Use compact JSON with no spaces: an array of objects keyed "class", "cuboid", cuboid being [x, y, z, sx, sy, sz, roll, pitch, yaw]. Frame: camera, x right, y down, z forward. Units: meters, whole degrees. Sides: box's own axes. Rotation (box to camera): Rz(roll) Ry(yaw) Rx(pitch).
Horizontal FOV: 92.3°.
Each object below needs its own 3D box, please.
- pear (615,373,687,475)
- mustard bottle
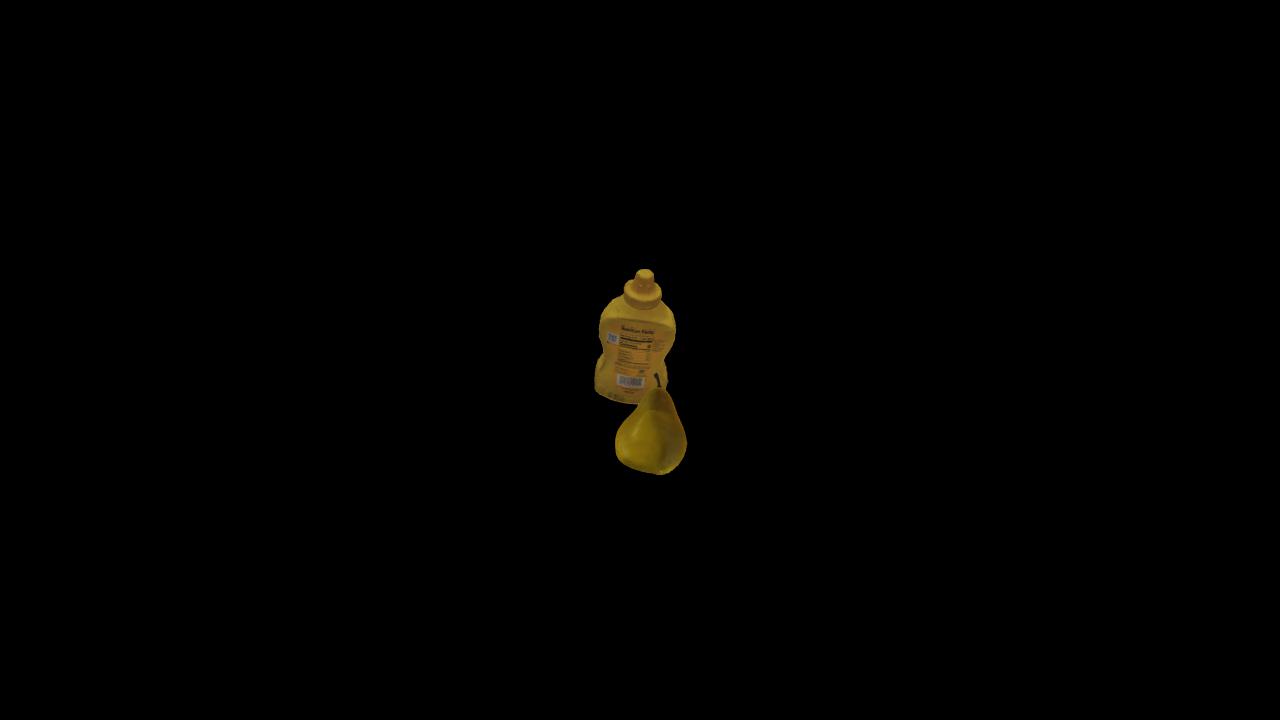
[{"class":"pear","cuboid":[0.019,0.068,0.676,0.080,0.111,0.080,17,-14,4]},{"class":"mustard bottle","cuboid":[-0.004,-0.027,0.717,0.092,0.184,0.054,11,43,4]}]
